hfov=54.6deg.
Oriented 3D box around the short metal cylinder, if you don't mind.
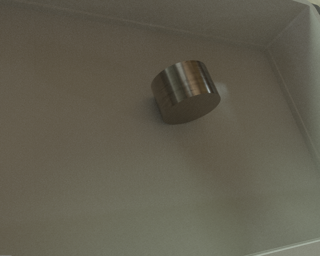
[{"bbox_3d":[0.034,-0.046,0.416,0.081,0.080,0.050,-7,65,-31],"label":"short metal cylinder"}]
